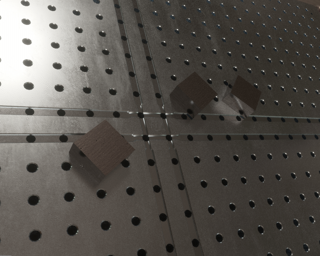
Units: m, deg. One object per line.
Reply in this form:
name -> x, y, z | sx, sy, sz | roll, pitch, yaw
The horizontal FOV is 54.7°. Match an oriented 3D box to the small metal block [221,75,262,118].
small metal block -> 0.137, -0.053, 0.516 | 0.050, 0.025, 0.050 | 35, 51, -6

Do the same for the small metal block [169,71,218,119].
small metal block -> 0.052, -0.050, 0.469 | 0.050, 0.025, 0.050 | 45, 51, 3

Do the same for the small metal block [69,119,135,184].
small metal block -> -0.066, 0.026, 0.357 | 0.050, 0.025, 0.050 | 45, 51, 3
